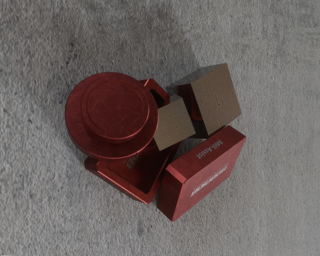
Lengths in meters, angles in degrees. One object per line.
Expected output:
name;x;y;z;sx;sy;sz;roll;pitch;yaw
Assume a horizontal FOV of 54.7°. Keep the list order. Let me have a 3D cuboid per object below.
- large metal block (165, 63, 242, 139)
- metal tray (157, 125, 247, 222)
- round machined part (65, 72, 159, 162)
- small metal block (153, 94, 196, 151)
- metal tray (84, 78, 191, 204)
large metal block;0.064;-0.039;0.444;0.081;0.050;0.080;-34;111;-35
metal tray;0.057;0.060;0.421;0.131;0.030;0.089;-29;144;-36
round machined part;-0.049;-0.016;0.327;0.099;0.042;0.098;4;72;-14
small metal block;0.010;-0.007;0.385;0.050;0.025;0.050;-26;111;-8
metal tray;-0.021;0.015;0.384;0.090;0.030;0.130;42;64;-32
